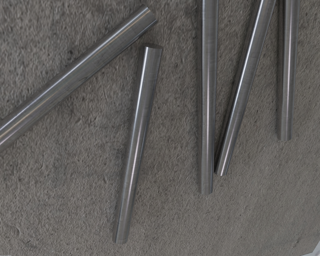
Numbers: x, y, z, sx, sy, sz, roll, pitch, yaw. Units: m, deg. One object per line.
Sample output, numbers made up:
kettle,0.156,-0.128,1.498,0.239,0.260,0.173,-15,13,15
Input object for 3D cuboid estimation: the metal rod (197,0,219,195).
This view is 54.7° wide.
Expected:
metal rod,0.064,-0.023,0.427,0.025,0.025,0.298,-18,126,-18

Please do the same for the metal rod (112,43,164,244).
metal rod,-0.035,0.039,0.411,0.025,0.025,0.298,-3,120,-27

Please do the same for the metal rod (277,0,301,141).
metal rod,0.183,-0.101,0.443,0.025,0.025,0.298,-25,128,-13

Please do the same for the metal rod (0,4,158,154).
metal rod,-0.126,-0.024,0.323,0.300,0.025,0.025,-40,129,-1

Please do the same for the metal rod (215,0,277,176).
metal rod,0.116,-0.060,0.432,0.025,0.025,0.298,-6,121,-25
